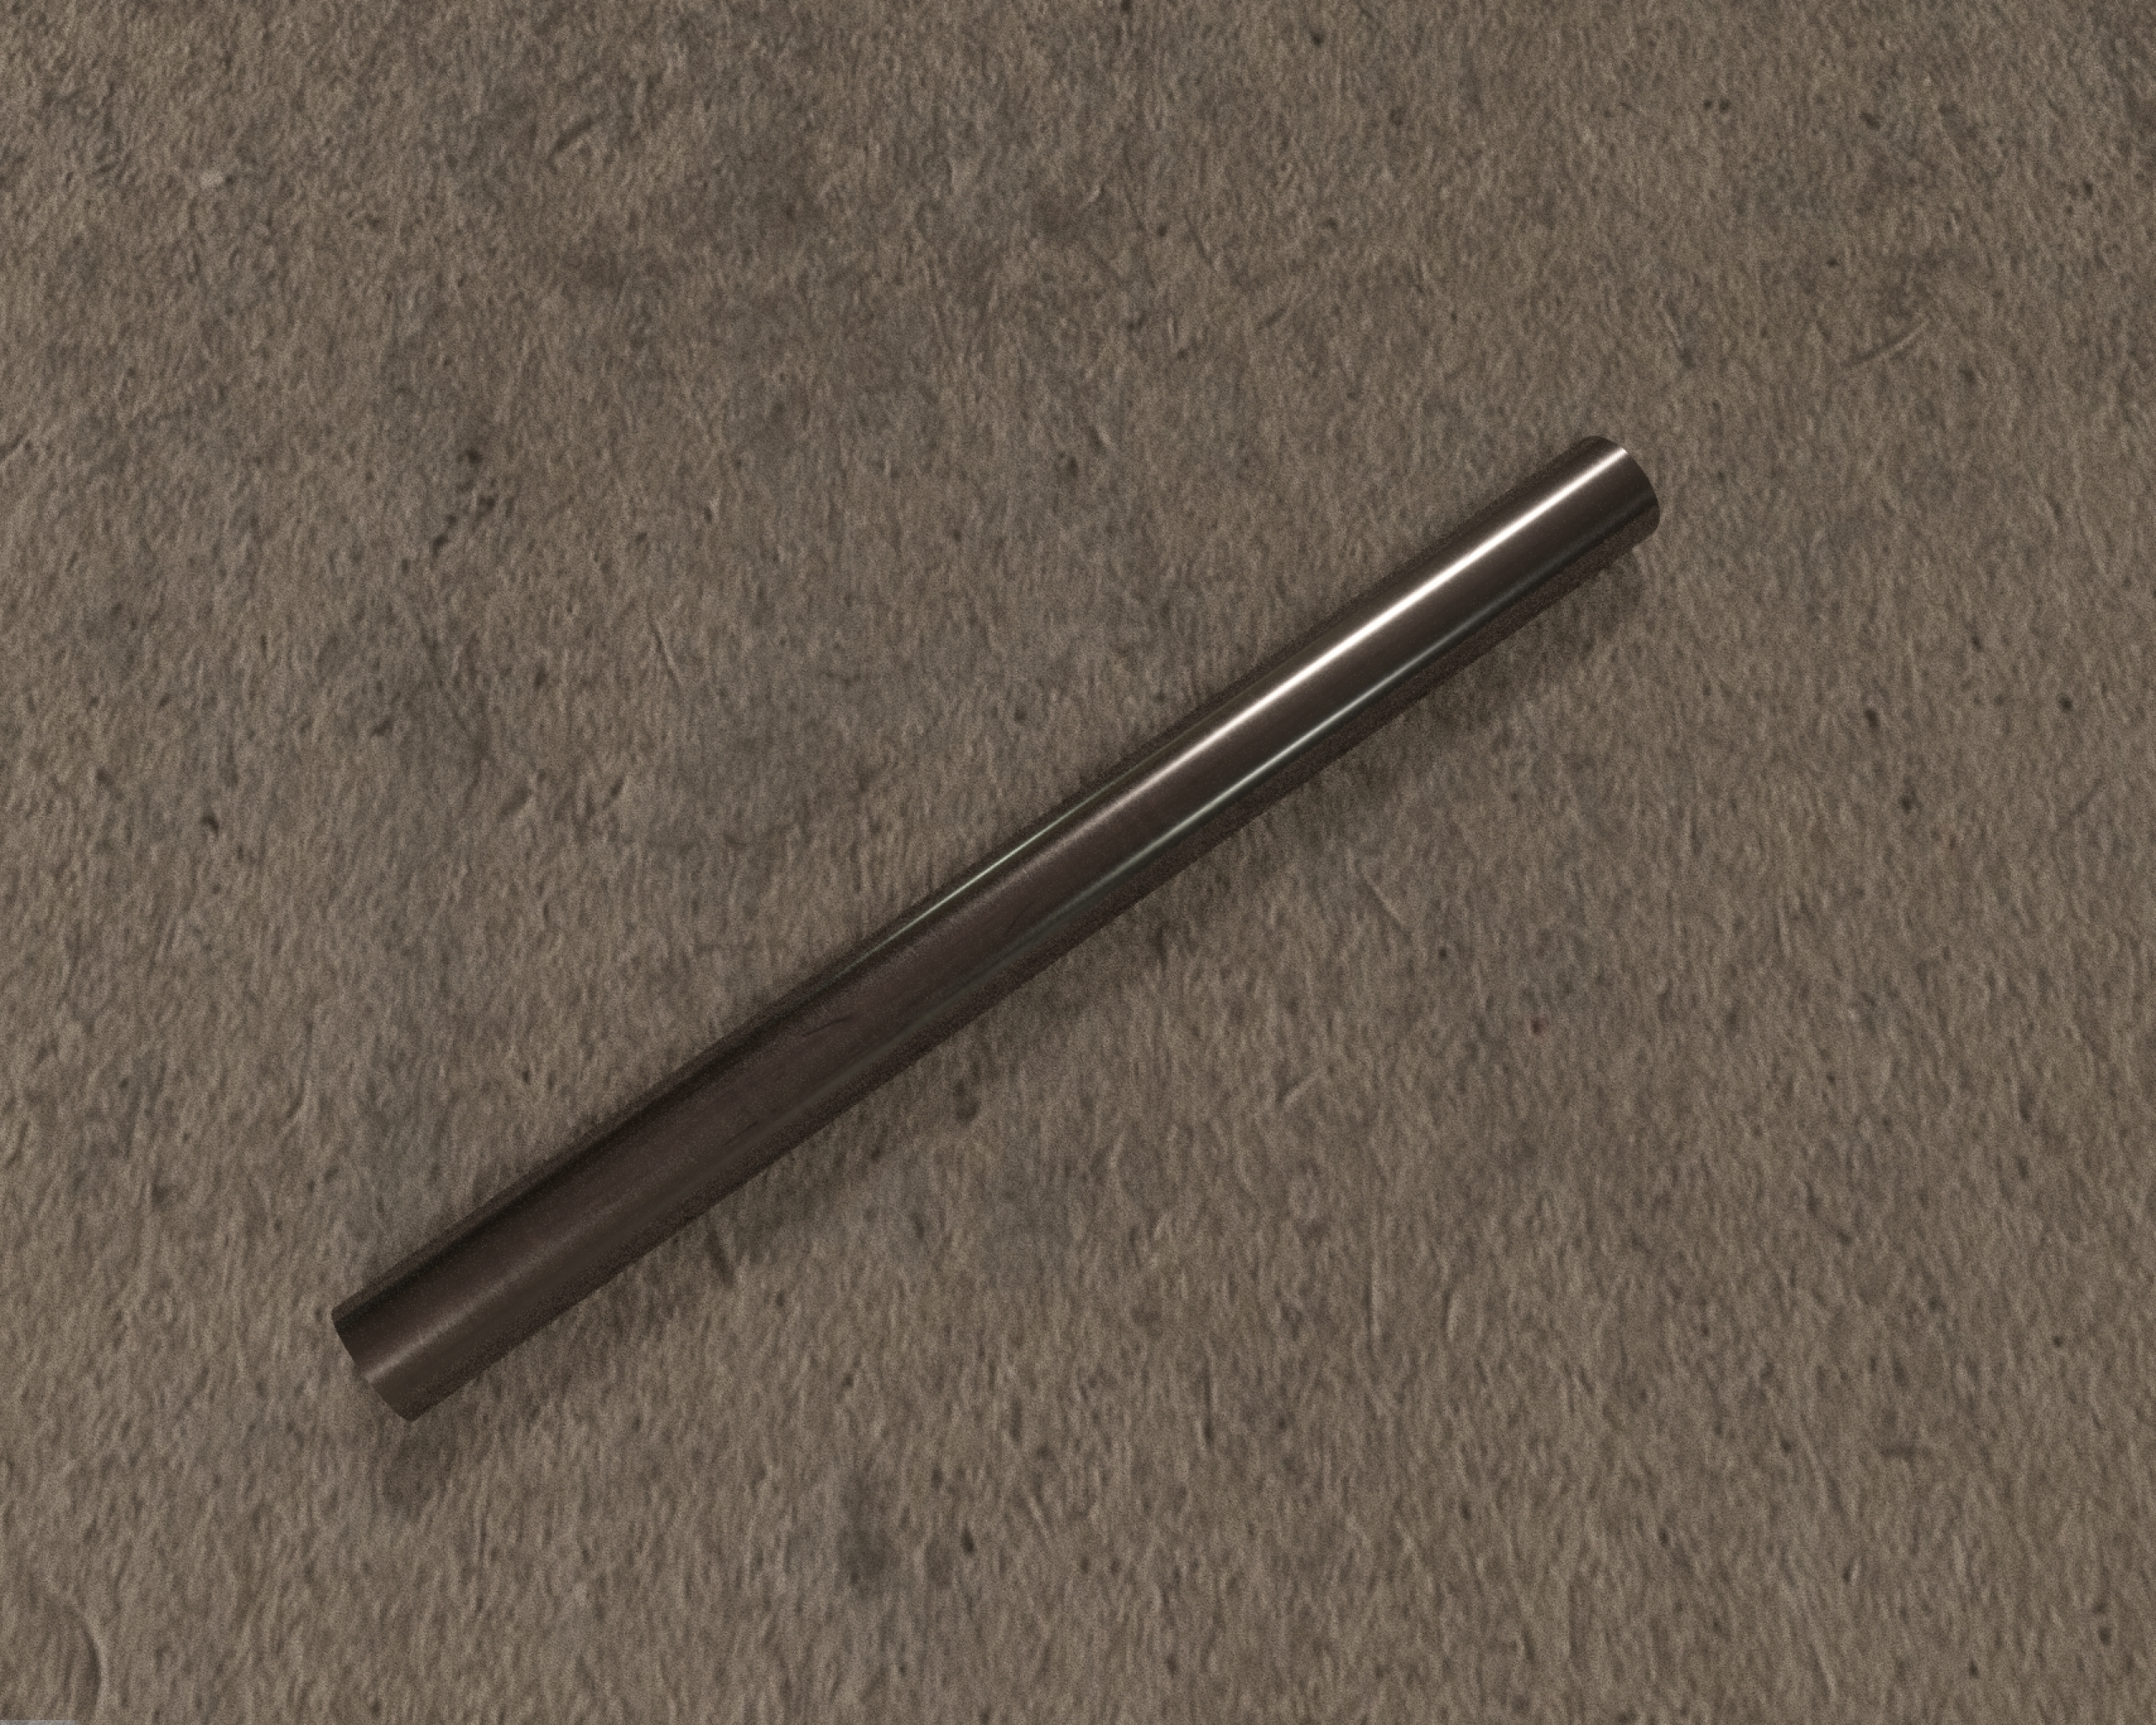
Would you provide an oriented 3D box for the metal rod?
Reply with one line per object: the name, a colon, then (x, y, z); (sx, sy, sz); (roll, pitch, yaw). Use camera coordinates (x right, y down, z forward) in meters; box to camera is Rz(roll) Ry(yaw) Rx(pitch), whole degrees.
metal rod: (-0.006, 0.006, 0.408); (0.301, 0.025, 0.025); (-35, 74, -12)
